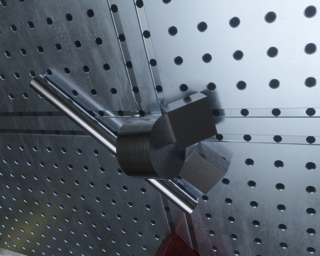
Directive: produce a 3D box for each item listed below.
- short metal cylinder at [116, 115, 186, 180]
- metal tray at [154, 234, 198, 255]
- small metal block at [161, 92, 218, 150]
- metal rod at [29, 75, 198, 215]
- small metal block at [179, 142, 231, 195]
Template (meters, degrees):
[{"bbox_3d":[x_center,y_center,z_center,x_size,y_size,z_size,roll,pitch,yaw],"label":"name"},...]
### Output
[{"bbox_3d":[-0.009,0.024,0.392,0.050,0.080,0.080,-4,117,35],"label":"short metal cylinder"},{"bbox_3d":[0.043,0.251,0.500,0.130,0.090,0.030,46,129,-5],"label":"metal tray"},{"bbox_3d":[0.035,-0.009,0.369,0.050,0.025,0.050,-22,112,-8],"label":"small metal block"},{"bbox_3d":[-0.069,0.024,0.460,0.300,0.025,0.025,39,129,1],"label":"metal rod"},{"bbox_3d":[0.057,0.053,0.414,0.050,0.025,0.050,36,129,4],"label":"small metal block"}]
